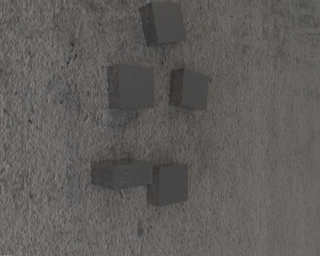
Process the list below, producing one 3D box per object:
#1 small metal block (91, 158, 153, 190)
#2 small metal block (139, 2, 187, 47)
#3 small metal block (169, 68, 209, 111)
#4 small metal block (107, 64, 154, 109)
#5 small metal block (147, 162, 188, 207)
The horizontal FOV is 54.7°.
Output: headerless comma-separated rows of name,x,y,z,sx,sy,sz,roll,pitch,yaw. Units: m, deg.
small metal block,-0.044,0.051,0.352,0.050,0.050,0.025,-1,91,-40
small metal block,0.005,-0.136,0.408,0.050,0.025,0.050,-18,102,-38
small metal block,0.042,-0.053,0.439,0.050,0.025,0.050,9,84,-40
small metal block,-0.035,-0.049,0.375,0.050,0.025,0.050,-3,92,-40
small metal block,0.010,0.074,0.413,0.050,0.025,0.050,-1,91,-40
